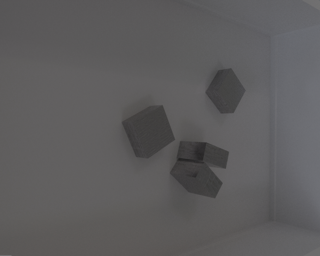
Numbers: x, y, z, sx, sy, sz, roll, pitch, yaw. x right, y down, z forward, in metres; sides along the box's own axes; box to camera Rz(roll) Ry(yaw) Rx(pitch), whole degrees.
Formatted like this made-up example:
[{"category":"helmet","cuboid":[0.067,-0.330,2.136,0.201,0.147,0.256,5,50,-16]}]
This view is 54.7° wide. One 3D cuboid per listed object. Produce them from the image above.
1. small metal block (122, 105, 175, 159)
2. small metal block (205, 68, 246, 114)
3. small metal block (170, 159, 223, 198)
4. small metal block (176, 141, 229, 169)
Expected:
[{"category":"small metal block","cuboid":[-0.014,0.004,0.395,0.050,0.025,0.050,-32,110,-35]},{"category":"small metal block","cuboid":[0.106,-0.058,0.495,0.050,0.025,0.050,48,62,-30]},{"category":"small metal block","cuboid":[0.051,0.070,0.433,0.050,0.050,0.025,48,62,-30]},{"category":"small metal block","cuboid":[0.061,0.038,0.441,0.050,0.050,0.025,22,76,-38]}]
